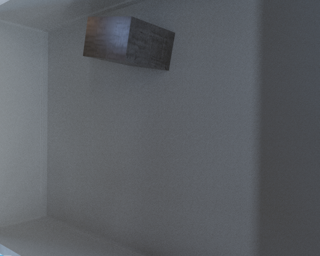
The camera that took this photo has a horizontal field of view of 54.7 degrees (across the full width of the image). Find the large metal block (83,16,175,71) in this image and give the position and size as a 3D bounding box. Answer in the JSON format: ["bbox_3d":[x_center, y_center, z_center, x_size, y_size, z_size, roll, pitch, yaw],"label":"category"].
[{"bbox_3d":[-0.040,-0.109,0.404,0.080,0.081,0.050,16,100,39],"label":"large metal block"}]

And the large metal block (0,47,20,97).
[{"bbox_3d":[-0.366,-0.127,0.696,0.080,0.050,0.080,-31,71,36],"label":"large metal block"}]
